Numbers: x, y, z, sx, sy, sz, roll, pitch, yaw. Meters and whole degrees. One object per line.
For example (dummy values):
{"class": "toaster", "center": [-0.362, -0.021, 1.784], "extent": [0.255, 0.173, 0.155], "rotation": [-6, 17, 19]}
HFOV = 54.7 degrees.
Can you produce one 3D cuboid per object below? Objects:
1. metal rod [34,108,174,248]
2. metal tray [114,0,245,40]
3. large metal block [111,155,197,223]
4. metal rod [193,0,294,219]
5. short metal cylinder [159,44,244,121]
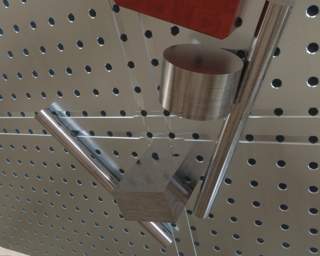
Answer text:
{"class": "metal rod", "center": [-0.089, 0.084, 0.509], "extent": [0.300, 0.025, 0.025], "rotation": [47, 129, -5]}
{"class": "metal tray", "center": [0.021, -0.151, 0.303], "extent": [0.130, 0.030, 0.089], "rotation": [23, 127, 14]}
{"class": "large metal block", "center": [-0.006, 0.083, 0.430], "extent": [0.080, 0.080, 0.050], "rotation": [-7, 115, 31]}
{"class": "metal rod", "center": [0.085, 0.004, 0.369], "extent": [0.025, 0.025, 0.298], "rotation": [22, 127, 15]}
{"class": "short metal cylinder", "center": [0.041, -0.050, 0.323], "extent": [0.080, 0.080, 0.050], "rotation": [19, 126, 17]}
